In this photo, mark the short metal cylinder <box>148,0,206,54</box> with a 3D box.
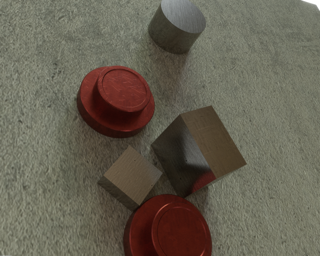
[{"bbox_3d":[0.028,-0.168,0.507,0.081,0.050,0.080,14,56,-21],"label":"short metal cylinder"}]

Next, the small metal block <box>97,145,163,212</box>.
[{"bbox_3d":[-0.034,0.057,0.352,0.050,0.025,0.050,40,51,-1],"label":"small metal block"}]

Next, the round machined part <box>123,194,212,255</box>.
[{"bbox_3d":[0.015,0.118,0.330,0.099,0.042,0.098,14,56,-21],"label":"round machined part"}]

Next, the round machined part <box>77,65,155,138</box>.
[{"bbox_3d":[-0.051,-0.039,0.391,0.099,0.042,0.098,14,56,-21],"label":"round machined part"}]

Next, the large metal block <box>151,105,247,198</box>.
[{"bbox_3d":[0.043,0.031,0.374,0.050,0.080,0.080,-17,71,-35],"label":"large metal block"}]
